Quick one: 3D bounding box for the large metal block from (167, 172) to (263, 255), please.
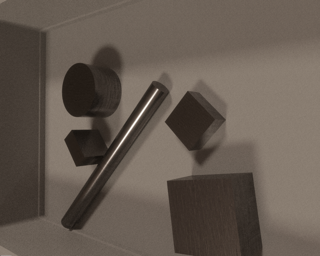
[{"bbox_3d":[0.059,0.094,0.341,0.080,0.050,0.080,-10,84,39],"label":"large metal block"}]

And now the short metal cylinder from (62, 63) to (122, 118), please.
[{"bbox_3d":[-0.105,-0.056,0.475,0.080,0.050,0.079,0,90,39],"label":"short metal cylinder"}]

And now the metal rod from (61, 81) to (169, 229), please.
[{"bbox_3d":[-0.079,0.055,0.469,0.025,0.025,0.298,51,119,27],"label":"metal rod"}]

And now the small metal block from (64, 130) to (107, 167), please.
[{"bbox_3d":[-0.112,0.030,0.480,0.025,0.050,0.050,-46,63,30],"label":"small metal block"}]

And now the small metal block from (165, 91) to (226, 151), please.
[{"bbox_3d":[0.041,-0.008,0.371,0.050,0.025,0.050,51,119,27],"label":"small metal block"}]
